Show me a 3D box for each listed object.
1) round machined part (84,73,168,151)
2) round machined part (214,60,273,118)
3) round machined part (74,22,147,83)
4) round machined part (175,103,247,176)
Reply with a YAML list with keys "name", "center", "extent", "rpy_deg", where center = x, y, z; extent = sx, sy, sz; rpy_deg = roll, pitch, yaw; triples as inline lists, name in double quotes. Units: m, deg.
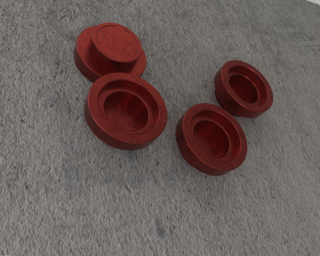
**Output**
- name: "round machined part"
  center: [-0.044, -0.016, 0.379]
  extent: [0.099, 0.042, 0.098]
  rpy_deg: [14, 56, -21]
- name: "round machined part"
  center: [0.128, -0.057, 0.497]
  extent: [0.099, 0.042, 0.098]
  rpy_deg: [14, 56, -21]
- name: "round machined part"
  center: [-0.063, -0.104, 0.422]
  extent: [0.099, 0.042, 0.098]
  rpy_deg: [14, 56, -21]
- name: "round machined part"
  center: [0.064, 0.019, 0.416]
  extent: [0.099, 0.042, 0.098]
  rpy_deg: [14, 56, -21]
